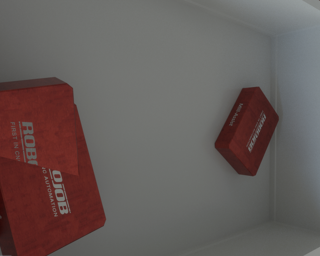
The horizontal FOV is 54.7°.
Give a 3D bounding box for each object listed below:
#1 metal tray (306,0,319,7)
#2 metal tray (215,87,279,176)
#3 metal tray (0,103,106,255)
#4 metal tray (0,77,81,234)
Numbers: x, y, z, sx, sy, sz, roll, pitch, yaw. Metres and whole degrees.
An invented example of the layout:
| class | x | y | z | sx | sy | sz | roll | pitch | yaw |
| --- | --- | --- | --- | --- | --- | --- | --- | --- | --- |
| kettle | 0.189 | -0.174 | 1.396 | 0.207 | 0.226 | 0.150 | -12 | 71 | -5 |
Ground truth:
| class | x | y | z | sx | sy | sz | roll | pitch | yaw |
| --- | --- | --- | --- | --- | --- | --- | --- | --- | --- |
| metal tray | 0.382 | -0.336 | 0.724 | 0.131 | 0.030 | 0.089 | -21 | 104 | -38 |
| metal tray | 0.153 | 0.005 | 0.531 | 0.090 | 0.030 | 0.130 | 46 | 63 | -30 |
| metal tray | -0.108 | 0.044 | 0.287 | 0.091 | 0.030 | 0.129 | -14 | 88 | -51 |
| metal tray | -0.122 | 0.026 | 0.273 | 0.091 | 0.030 | 0.129 | -14 | 116 | -35 |
